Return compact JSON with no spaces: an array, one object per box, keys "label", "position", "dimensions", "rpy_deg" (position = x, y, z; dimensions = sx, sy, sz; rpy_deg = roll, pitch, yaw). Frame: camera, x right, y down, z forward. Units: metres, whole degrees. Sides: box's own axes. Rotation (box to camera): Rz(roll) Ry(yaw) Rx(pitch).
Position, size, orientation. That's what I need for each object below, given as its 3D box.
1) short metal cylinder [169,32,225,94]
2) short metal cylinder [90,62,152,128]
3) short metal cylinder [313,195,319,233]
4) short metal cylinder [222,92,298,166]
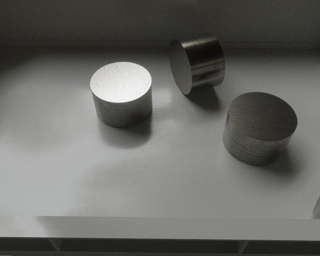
[{"label":"short metal cylinder","position":[0.052,-0.094,0.448],"dimensions":[0.050,0.080,0.080],"rpy_deg":[-17,52,-14]},{"label":"short metal cylinder","position":[-0.051,-0.046,0.427],"dimensions":[0.080,0.050,0.080],"rpy_deg":[0,50,0]},{"label":"short metal cylinder","position":[0.203,0.083,0.310],"dimensions":[0.080,0.050,0.080],"rpy_deg":[0,37,0]},{"label":"short metal cylinder","position":[0.123,0.000,0.389],"dimensions":[0.080,0.050,0.080],"rpy_deg":[0,50,0]}]
